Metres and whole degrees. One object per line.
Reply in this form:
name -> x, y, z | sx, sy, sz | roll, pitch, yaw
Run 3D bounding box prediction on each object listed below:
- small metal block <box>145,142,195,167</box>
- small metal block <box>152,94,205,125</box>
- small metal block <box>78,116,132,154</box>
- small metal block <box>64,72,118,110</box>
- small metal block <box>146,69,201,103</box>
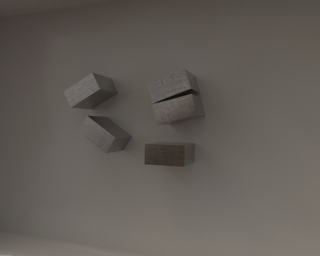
small metal block -> 0.014, 0.032, 0.392 | 0.050, 0.050, 0.025 | 1, 91, 20
small metal block -> 0.025, -0.022, 0.388 | 0.050, 0.050, 0.025 | -14, 86, 19
small metal block -> -0.074, 0.008, 0.423 | 0.050, 0.050, 0.025 | 36, 102, 16
small metal block -> -0.095, -0.050, 0.431 | 0.050, 0.050, 0.025 | -29, 81, 18
small metal block -> 0.018, -0.050, 0.391 | 0.050, 0.050, 0.025 | -19, 84, 19
